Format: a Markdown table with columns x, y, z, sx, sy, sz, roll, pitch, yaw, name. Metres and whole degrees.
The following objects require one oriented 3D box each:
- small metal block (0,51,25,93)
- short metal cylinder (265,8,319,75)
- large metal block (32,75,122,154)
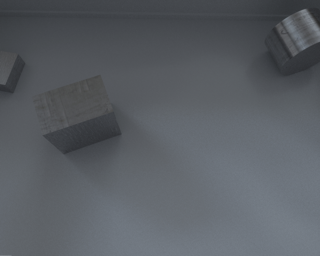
| x | y | z | sx | sy | sz | roll | pitch | yaw | name |
| --- | --- | --- | --- | --- | --- | --- | --- | --- | --- |
| -0.227 | -0.081 | 0.436 | 0.050 | 0.025 | 0.050 | 10 | 70 | 3 | small metal block |
| 0.193 | -0.117 | 0.426 | 0.081 | 0.080 | 0.050 | -19 | 72 | -7 | short metal cylinder |
| -0.098 | -0.014 | 0.384 | 0.081 | 0.080 | 0.050 | -19 | 72 | -7 | large metal block |
